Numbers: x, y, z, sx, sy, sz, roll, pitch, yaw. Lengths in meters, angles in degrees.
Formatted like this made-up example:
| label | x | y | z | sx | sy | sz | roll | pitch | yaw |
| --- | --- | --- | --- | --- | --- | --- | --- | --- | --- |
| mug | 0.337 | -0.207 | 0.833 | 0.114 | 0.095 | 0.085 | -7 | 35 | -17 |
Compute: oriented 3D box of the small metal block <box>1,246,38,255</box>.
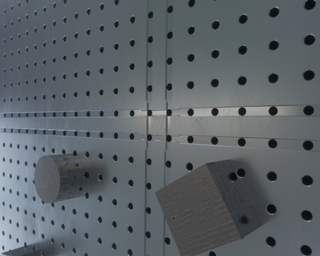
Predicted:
| label | x | y | z | sx | sy | sz | roll | pitch | yaw |
| --- | --- | --- | --- | --- | --- | --- | --- | --- | --- |
| small metal block | -0.285 | 0.263 | 0.628 | 0.050 | 0.050 | 0.025 | -5 | 87 | 40 |

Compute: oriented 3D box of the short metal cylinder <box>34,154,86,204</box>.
| label | x | y | z | sx | sy | sz | roll | pitch | yaw |
| --- | --- | --- | --- | --- | --- | --- | --- | --- | --- |
| short metal cylinder | -0.173 | 0.086 | 0.536 | 0.080 | 0.050 | 0.079 | 0 | 90 | 40 |

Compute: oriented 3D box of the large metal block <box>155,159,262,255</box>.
| label | x | y | z | sx | sy | sz | roll | pitch | yaw |
| --- | --- | --- | --- | --- | --- | --- | --- | --- | --- |
| large metal block | 0.052 | 0.091 | 0.350 | 0.080 | 0.050 | 0.080 | -37 | 68 | 34 |
